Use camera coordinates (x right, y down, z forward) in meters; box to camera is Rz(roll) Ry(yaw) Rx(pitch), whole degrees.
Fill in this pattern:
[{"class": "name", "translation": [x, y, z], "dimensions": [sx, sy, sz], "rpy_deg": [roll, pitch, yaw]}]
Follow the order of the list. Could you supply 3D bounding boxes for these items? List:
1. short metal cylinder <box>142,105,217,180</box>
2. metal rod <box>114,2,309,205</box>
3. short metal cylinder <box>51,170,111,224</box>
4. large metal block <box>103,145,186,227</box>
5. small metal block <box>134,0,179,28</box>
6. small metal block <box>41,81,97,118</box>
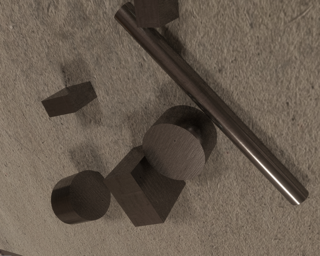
[{"class": "short metal cylinder", "translation": [0.025, 0.018, 0.387], "dimensions": [0.080, 0.050, 0.079], "rpy_deg": [13, 124, 20]}, {"class": "metal rod", "translation": [0.062, -0.024, 0.358], "dimensions": [0.300, 0.025, 0.025], "rpy_deg": [46, 129, -5]}, {"class": "short metal cylinder", "translation": [-0.128, 0.114, 0.507], "dimensions": [0.050, 0.080, 0.080], "rpy_deg": [-22, 107, 36]}, {"class": "large metal block", "translation": [-0.018, 0.075, 0.426], "dimensions": [0.050, 0.080, 0.080], "rpy_deg": [-21, 108, 35]}, {"class": "small metal block", "translation": [-0.003, -0.132, 0.310], "dimensions": [0.025, 0.050, 0.050], "rpy_deg": [8, 122, 23]}, {"class": "small metal block", "translation": [-0.125, -0.040, 0.430], "dimensions": [0.050, 0.050, 0.025], "rpy_deg": [-8, 115, 31]}]
